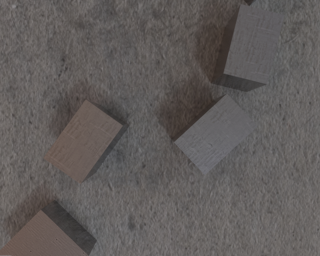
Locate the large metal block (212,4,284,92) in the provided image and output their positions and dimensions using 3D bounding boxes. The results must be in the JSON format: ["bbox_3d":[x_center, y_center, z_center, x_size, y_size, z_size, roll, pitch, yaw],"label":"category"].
[{"bbox_3d":[0.104,-0.093,0.384,0.050,0.080,0.080,14,90,0],"label":"large metal block"}]

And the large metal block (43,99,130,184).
[{"bbox_3d":[-0.085,0.015,0.381,0.050,0.080,0.080,36,90,-1],"label":"large metal block"}]

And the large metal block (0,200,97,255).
[{"bbox_3d":[-0.143,0.154,0.396,0.080,0.050,0.080,45,90,-1],"label":"large metal block"}]

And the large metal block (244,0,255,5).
[{"bbox_3d":[0.136,-0.212,0.384,0.080,0.080,0.050,-41,91,0],"label":"large metal block"}]

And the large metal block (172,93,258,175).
[{"bbox_3d":[0.062,0.007,0.383,0.080,0.080,0.050,-43,91,0],"label":"large metal block"}]
